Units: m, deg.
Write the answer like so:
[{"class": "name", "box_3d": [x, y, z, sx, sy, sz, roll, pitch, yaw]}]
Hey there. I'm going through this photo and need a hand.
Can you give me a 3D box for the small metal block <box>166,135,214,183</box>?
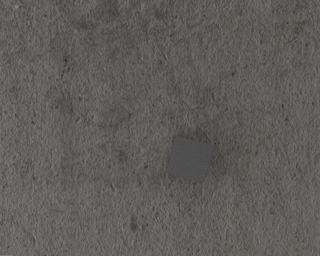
[{"class": "small metal block", "box_3d": [0.039, 0.040, 0.410, 0.050, 0.025, 0.050, 14, 90, 0]}]
